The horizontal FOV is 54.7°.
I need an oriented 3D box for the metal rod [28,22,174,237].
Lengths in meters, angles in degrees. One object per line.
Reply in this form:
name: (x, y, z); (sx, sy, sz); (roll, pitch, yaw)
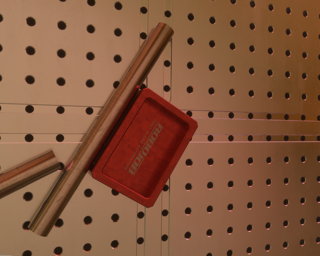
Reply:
metal rod: (-0.067, -0.007, 0.388); (0.025, 0.025, 0.300); (34, 79, -17)

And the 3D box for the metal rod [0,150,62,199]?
metal rod: (-0.250, 0.102, 0.320); (0.302, 0.025, 0.025); (-27, 99, -18)

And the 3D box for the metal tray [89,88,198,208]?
metal tray: (-0.020, 0.025, 0.403); (0.090, 0.030, 0.130); (34, 79, -17)
